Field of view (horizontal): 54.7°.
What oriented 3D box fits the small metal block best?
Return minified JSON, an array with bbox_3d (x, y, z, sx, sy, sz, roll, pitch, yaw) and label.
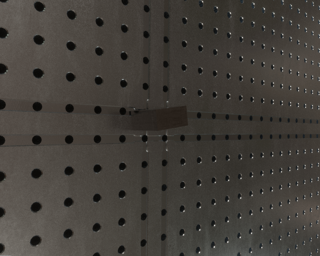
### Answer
[{"bbox_3d":[-0.001,-0.013,0.394,0.050,0.050,0.025,-10,97,-40],"label":"small metal block"}]
